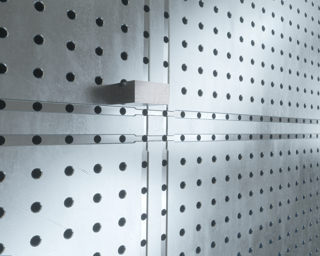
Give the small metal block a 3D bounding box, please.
[{"bbox_3d":[-0.024,-0.041,0.374,0.050,0.050,0.025,0,91,-40],"label":"small metal block"}]
